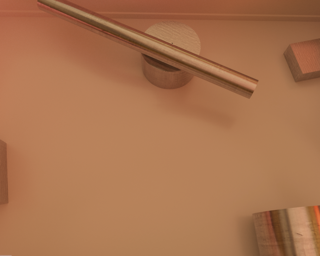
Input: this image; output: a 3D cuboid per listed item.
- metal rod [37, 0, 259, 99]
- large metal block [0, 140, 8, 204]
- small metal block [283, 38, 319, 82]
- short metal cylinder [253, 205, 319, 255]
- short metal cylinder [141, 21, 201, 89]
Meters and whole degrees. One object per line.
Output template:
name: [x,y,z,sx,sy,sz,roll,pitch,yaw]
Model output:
metal rod: [-0.022,-0.109,0.396,0.301,0.025,0.025,25,72,8]
large metal block: [-0.222,0.048,0.360,0.050,0.080,0.080,-11,71,-4]
small metal block: [0.216,-0.098,0.448,0.050,0.025,0.050,-12,71,-5]
short metal cylinder: [0.147,0.116,0.340,0.081,0.080,0.050,-5,70,-2]
short metal cylinder: [0.014,-0.101,0.434,0.081,0.050,0.080,0,70,0]
